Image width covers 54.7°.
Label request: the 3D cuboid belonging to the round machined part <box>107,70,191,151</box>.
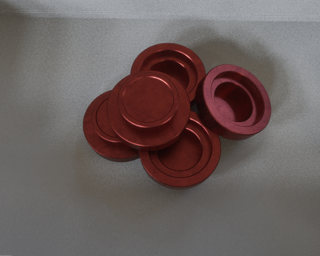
[{"bbox_3d":[-0.013,-0.026,0.362,0.099,0.042,0.098,0,70,-1],"label":"round machined part"}]

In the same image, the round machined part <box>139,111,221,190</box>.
[{"bbox_3d":[0.024,0.029,0.388,0.099,0.042,0.098,0,70,-1],"label":"round machined part"}]

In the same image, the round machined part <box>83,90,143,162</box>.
[{"bbox_3d":[-0.050,-0.008,0.399,0.099,0.042,0.098,0,70,-1],"label":"round machined part"}]

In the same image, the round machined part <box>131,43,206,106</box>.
[{"bbox_3d":[0.011,-0.063,0.422,0.099,0.042,0.098,0,70,-1],"label":"round machined part"}]

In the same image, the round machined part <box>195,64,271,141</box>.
[{"bbox_3d":[0.089,-0.030,0.399,0.099,0.042,0.098,8,66,-19],"label":"round machined part"}]
